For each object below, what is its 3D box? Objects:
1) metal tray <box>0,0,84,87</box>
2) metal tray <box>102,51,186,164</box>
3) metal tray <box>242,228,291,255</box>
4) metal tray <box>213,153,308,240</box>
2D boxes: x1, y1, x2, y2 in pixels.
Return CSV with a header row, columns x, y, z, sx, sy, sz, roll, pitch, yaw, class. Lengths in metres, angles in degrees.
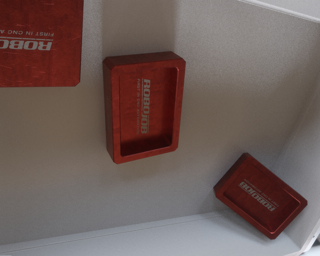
x,y,z,sx,sy,sz,roll,pitch,yaw,class
-0.139,-0.084,0.278,0.131,0.030,0.089,-5,121,-27,metal tray
-0.020,-0.024,0.381,0.091,0.030,0.129,-11,123,-23,metal tray
0.255,0.295,0.733,0.090,0.030,0.130,-39,130,-2,metal tray
0.169,0.116,0.527,0.130,0.030,0.090,38,98,-4,metal tray
